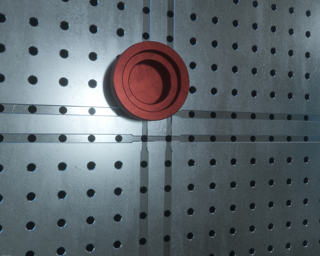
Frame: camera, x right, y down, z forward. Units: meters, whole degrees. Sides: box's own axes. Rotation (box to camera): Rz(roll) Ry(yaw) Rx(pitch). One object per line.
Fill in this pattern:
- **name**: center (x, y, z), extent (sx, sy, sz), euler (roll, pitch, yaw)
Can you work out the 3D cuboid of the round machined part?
- **round machined part**: center (-0.015, -0.058, 0.398), extent (0.099, 0.042, 0.097), euler (0, 90, -20)
